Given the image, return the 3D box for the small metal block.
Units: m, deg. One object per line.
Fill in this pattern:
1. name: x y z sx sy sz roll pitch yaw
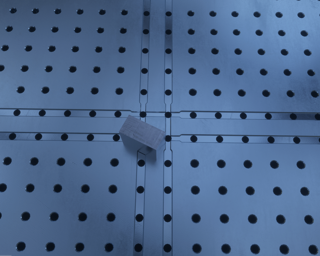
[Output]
1. small metal block: -0.021 0.013 0.393 0.050 0.050 0.025 26 72 8
